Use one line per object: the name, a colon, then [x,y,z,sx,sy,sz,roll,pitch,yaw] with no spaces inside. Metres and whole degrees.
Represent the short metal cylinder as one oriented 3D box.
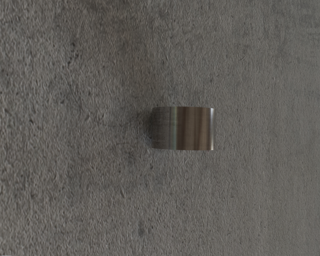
short metal cylinder: [0.030,0.001,0.393,0.081,0.080,0.050,2,89,-40]
